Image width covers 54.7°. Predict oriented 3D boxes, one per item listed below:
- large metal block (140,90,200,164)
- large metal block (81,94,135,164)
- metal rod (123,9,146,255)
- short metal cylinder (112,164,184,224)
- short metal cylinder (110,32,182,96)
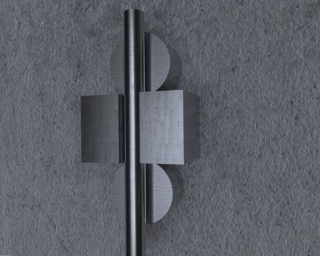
[{"bbox_3d":[0.015,-0.001,0.375,0.050,0.080,0.080,-1,90,20],"label":"large metal block"},{"bbox_3d":[-0.057,0.001,0.401,0.050,0.080,0.080,-1,90,20],"label":"large metal block"},{"bbox_3d":[-0.030,0.012,0.367,0.025,0.025,0.298,-1,90,20],"label":"metal rod"},{"bbox_3d":[-0.014,0.078,0.402,0.080,0.050,0.080,0,89,20],"label":"short metal cylinder"},{"bbox_3d":[-0.017,-0.078,0.403,0.080,0.050,0.080,0,89,20],"label":"short metal cylinder"}]
